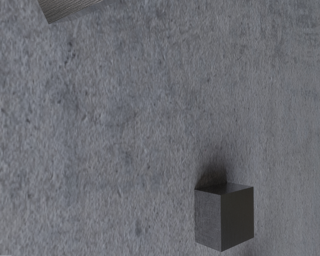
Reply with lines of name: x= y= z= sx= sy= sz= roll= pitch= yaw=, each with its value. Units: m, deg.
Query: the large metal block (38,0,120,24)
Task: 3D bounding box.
large metal block: x=-0.079 y=-0.154 z=0.294 sx=0.050 sy=0.080 sz=0.080 roll=-62 pitch=134 yaw=-64

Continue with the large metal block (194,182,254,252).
large metal block: x=0.099 y=0.132 z=0.475 sx=0.081 sy=0.050 sz=0.079 roll=-2 pitch=91 yaw=-40
